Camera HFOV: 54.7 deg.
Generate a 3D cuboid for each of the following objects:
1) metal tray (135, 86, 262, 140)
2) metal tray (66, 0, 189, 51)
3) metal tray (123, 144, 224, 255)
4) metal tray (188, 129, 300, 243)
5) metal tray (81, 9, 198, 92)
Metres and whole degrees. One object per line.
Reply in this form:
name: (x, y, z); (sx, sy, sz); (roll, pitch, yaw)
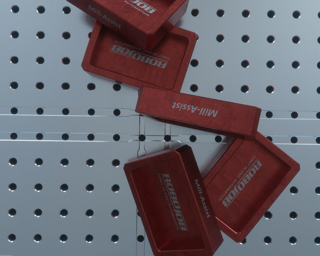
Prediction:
metal tray: (0.047, -0.015, 0.365); (0.130, 0.090, 0.030); (12, 88, 15)
metal tray: (-0.040, -0.164, 0.384); (0.130, 0.030, 0.090); (34, 65, 7)
metal tray: (0.015, 0.094, 0.387); (0.090, 0.030, 0.129); (-19, 90, 35)
metal tray: (0.108, 0.072, 0.412); (0.090, 0.030, 0.130); (39, 90, -1)
metal tray: (-0.026, -0.098, 0.410); (0.131, 0.030, 0.090); (18, 90, -1)
